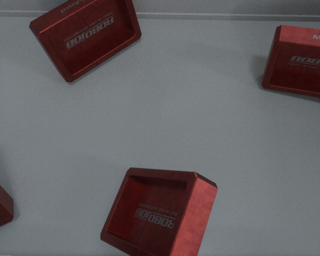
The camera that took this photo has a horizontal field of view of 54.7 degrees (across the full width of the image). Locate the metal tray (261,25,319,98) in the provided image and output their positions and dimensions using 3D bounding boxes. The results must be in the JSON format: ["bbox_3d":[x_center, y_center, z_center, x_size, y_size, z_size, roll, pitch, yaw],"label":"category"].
[{"bbox_3d":[0.206,-0.079,0.394,0.131,0.090,0.030,12,61,13],"label":"metal tray"}]

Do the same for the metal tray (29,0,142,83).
[{"bbox_3d":[-0.094,-0.131,0.419,0.131,0.090,0.030,-36,58,-12],"label":"metal tray"}]

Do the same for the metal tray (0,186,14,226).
[{"bbox_3d":[-0.230,0.071,0.326,0.091,0.129,0.030,-24,42,-9],"label":"metal tray"}]

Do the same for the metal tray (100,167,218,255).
[{"bbox_3d":[-0.007,0.090,0.325,0.030,0.130,0.090,33,68,-29],"label":"metal tray"}]
